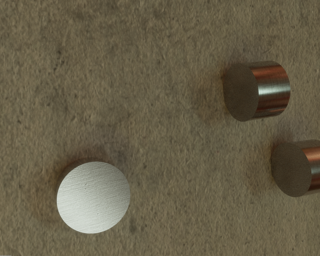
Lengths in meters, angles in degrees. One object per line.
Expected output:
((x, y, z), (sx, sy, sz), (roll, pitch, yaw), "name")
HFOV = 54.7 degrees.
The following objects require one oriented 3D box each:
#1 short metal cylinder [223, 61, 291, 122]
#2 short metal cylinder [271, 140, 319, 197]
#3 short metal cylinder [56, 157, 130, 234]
((0.132, -0.052, 0.430), (0.050, 0.080, 0.079), (-9, 93, -20), "short metal cylinder")
((0.213, 0.059, 0.461), (0.050, 0.080, 0.079), (-5, 92, -20), "short metal cylinder")
((-0.081, 0.077, 0.367), (0.081, 0.050, 0.079), (0, 90, -21), "short metal cylinder")
